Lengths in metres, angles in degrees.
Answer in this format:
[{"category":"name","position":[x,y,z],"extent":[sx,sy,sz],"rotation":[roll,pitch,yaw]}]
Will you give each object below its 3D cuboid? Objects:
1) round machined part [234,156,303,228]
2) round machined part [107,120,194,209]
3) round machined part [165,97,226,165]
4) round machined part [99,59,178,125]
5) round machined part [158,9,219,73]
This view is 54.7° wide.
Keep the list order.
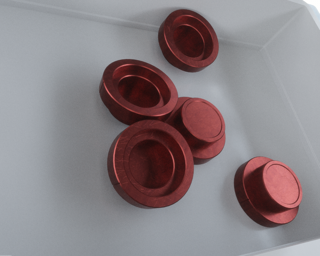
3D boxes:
[{"category":"round machined part","position":[0.156,0.084,0.430],"extent":[0.099,0.042,0.098],"rotation":[14,56,-21]},{"category":"round machined part","position":[-0.014,0.043,0.355],"extent":[0.099,0.042,0.098],"rotation":[10,69,-26]},{"category":"round machined part","position":[0.050,-0.003,0.425],"extent":[0.099,0.042,0.098],"rotation":[14,56,-21]},{"category":"round machined part","position":[-0.030,-0.040,0.398],"extent":[0.099,0.042,0.098],"rotation":[15,47,-16]},{"category":"round machined part","position":[0.041,-0.133,0.490],"extent":[0.099,0.042,0.098],"rotation":[8,72,-25]}]
